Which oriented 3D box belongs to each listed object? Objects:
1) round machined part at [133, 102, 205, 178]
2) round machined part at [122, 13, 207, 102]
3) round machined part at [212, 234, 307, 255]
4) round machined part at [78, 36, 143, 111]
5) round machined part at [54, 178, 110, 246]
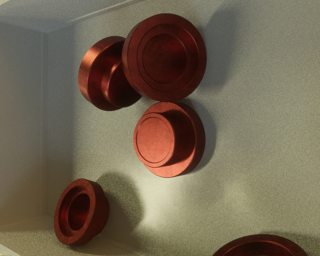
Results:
[{"bbox_3d":[0.004,0.015,0.392,0.098,0.042,0.097,0,90,40],"label":"round machined part"},{"bbox_3d":[0.002,-0.081,0.365,0.042,0.099,0.097,-159,75,-65],"label":"round machined part"},{"bbox_3d":[0.093,0.148,0.288,0.098,0.099,0.042,-10,107,39],"label":"round machined part"},{"bbox_3d":[-0.052,-0.065,0.402,0.042,0.099,0.097,34,111,35],"label":"round machined part"},{"bbox_3d":[-0.116,0.131,0.478,0.098,0.042,0.098,-21,56,34],"label":"round machined part"}]
